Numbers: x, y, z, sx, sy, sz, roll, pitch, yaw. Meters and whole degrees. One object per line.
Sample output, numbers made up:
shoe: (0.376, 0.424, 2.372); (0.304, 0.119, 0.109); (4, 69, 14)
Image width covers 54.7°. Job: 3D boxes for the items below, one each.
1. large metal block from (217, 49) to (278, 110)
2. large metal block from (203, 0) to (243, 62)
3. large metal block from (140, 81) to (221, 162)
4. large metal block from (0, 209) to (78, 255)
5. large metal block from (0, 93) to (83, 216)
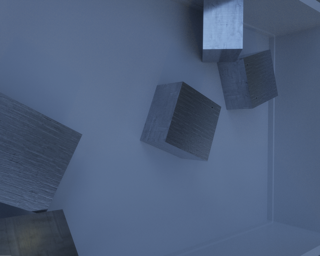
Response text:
large metal block: (0.148, -0.081, 0.517); (0.081, 0.050, 0.080); (-24, 105, -38)
large metal block: (0.086, -0.141, 0.438); (0.080, 0.050, 0.079); (3, 88, -83)
large metal block: (0.030, -0.007, 0.417); (0.080, 0.050, 0.080); (27, 73, -37)
large metal block: (-0.126, 0.119, 0.260); (0.081, 0.050, 0.079); (2, 132, -40)
large metal block: (-0.132, 0.024, 0.281); (0.080, 0.050, 0.080); (33, 70, -36)
